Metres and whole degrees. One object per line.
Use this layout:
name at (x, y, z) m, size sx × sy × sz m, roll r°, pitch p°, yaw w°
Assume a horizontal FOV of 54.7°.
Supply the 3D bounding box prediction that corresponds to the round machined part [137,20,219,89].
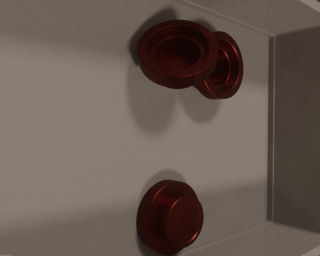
round machined part at (0.022, -0.088, 0.393) m, size 0.098 × 0.098 × 0.042 m, roll -56°, pitch 160°, yaw -25°

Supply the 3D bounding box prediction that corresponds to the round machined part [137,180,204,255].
round machined part at (0.021, 0.121, 0.415) m, size 0.099 × 0.042 × 0.097 m, roll 0°, pitch 90°, yaw -40°

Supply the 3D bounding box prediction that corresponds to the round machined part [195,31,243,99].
round machined part at (0.079, -0.091, 0.464) m, size 0.099 × 0.042 × 0.097 m, roll 0°, pitch 90°, yaw -40°
